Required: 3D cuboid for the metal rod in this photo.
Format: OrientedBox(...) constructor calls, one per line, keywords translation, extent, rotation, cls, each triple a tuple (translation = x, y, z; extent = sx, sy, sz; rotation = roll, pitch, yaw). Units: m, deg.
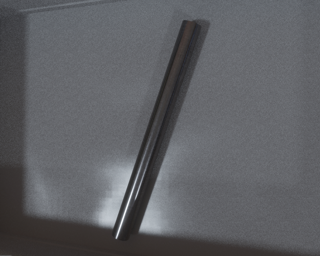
OrientedBox(translation=(-0.007, 0.008, 0.411), extent=(0.025, 0.025, 0.298), rotation=(21, 97, 19), cls="metal rod")
